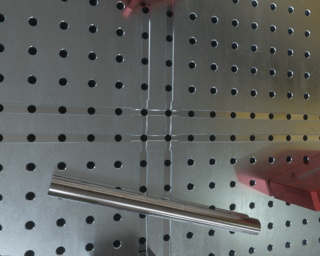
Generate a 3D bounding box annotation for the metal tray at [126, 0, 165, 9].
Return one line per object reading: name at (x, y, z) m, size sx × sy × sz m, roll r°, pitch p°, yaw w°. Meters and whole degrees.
metal tray at (-0.019, -0.233, 0.402) m, size 0.091 × 0.030 × 0.129 m, roll -23°, pitch 98°, yaw -19°

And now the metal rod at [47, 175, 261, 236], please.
metal rod at (0.007, 0.108, 0.415) m, size 0.302 × 0.025 × 0.025 m, roll 17°, pitch 85°, yaw -19°

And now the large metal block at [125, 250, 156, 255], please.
large metal block at (-0.034, 0.194, 0.371) m, size 0.081 × 0.080 × 0.050 m, roll -4°, pitch 92°, yaw -20°

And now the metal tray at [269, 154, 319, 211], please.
metal tray at (0.247, 0.075, 0.469) m, size 0.131 × 0.090 × 0.030 m, roll -21°, pitch 97°, yaw -19°
